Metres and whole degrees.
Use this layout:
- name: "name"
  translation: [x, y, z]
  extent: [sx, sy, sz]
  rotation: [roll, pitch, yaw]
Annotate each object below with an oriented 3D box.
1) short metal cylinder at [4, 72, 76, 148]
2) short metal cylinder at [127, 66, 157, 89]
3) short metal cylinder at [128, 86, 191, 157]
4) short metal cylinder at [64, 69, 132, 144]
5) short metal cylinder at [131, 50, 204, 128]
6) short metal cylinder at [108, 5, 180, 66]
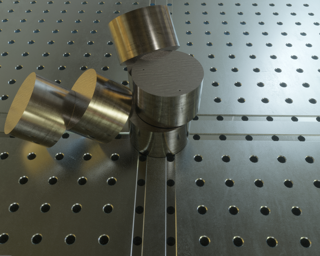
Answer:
- name: "short metal cylinder"
  translation: [-0.147, -0.021, 0.380]
  extent: [0.050, 0.080, 0.080]
  rotation: [26, 39, -35]
- name: "short metal cylinder"
  translation: [-0.005, -0.071, 0.450]
  extent: [0.081, 0.050, 0.080]
  rotation: [0, 50, 0]
- name: "short metal cylinder"
  translation: [-0.001, -0.009, 0.398]
  extent: [0.081, 0.050, 0.080]
  rotation: [0, 50, 0]
- name: "short metal cylinder"
  translation: [-0.079, -0.026, 0.384]
  extent: [0.050, 0.080, 0.080]
  rotation: [26, 39, -35]
- name: "short metal cylinder"
  translation: [0.009, -0.047, 0.363]
  extent: [0.081, 0.050, 0.080]
  rotation: [0, 50, 0]
- name: "short metal cylinder"
  translation: [-0.020, -0.116, 0.395]
  extent: [0.081, 0.080, 0.050]
  rotation: [-19, 96, -15]
